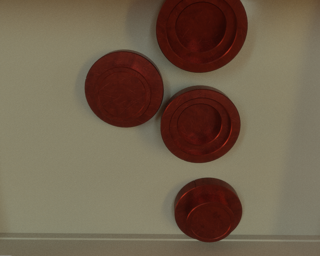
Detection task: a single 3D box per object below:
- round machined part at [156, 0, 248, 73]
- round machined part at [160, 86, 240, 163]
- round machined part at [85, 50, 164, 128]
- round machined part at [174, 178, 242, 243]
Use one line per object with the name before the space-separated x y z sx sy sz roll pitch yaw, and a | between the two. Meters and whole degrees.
round machined part | 0.046 -0.116 0.352 0.099 0.042 0.097 2 124 3
round machined part | 0.050 -0.007 0.400 0.099 0.042 0.097 0 110 0
round machined part | -0.045 -0.046 0.385 0.099 0.042 0.097 0 110 0
round machined part | 0.070 0.125 0.449 0.099 0.042 0.097 0 110 0
